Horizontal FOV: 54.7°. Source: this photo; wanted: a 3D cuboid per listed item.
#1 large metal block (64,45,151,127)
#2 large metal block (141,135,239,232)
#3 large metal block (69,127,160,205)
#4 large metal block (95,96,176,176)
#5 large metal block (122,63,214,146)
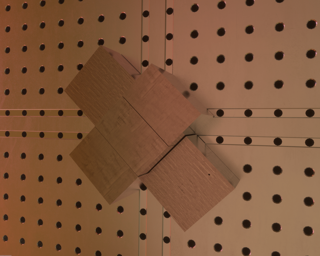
[{"bbox_3d":[-0.066,-0.050,0.419,0.080,0.050,0.080,47,105,13],"label":"large metal block"},{"bbox_3d":[0.039,0.065,0.385,0.080,0.050,0.080,-46,76,15],"label":"large metal block"},{"bbox_3d":[-0.054,0.044,0.402,0.050,0.080,0.080,-46,76,14],"label":"large metal block"},{"bbox_3d":[-0.021,0.009,0.390,0.050,0.080,0.080,-46,76,14],"label":"large metal block"},{"bbox_3d":[0.014,-0.026,0.378,0.050,0.080,0.080,-46,76,14],"label":"large metal block"}]
